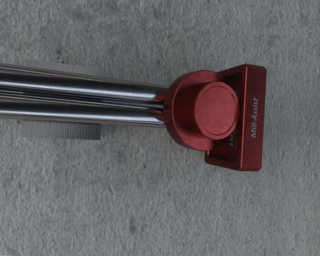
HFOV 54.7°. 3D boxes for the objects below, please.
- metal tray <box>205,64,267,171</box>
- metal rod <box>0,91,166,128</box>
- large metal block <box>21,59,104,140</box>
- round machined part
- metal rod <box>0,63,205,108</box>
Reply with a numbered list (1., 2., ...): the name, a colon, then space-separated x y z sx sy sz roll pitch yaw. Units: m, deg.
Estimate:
1. metal tray: 0.097 -0.012 0.412 0.030 0.090 0.129 4 89 -20
2. metal rod: -0.042 -0.015 0.348 0.302 0.025 0.025 3 89 -33
3. large metal block: -0.110 -0.029 0.353 0.081 0.050 0.079 4 89 -20
4. round machined part: 0.056 -0.021 0.371 0.099 0.042 0.097 -2 93 -31
5. metal rod: -0.040 -0.042 0.348 0.302 0.025 0.025 3 89 -33
